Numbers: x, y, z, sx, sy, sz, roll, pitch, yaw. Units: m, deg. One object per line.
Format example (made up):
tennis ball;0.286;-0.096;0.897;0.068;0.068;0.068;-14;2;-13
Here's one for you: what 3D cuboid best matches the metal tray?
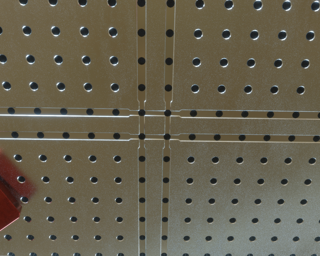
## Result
metal tray;-0.273;0.121;0.421;0.131;0.030;0.090;-35;103;-14
